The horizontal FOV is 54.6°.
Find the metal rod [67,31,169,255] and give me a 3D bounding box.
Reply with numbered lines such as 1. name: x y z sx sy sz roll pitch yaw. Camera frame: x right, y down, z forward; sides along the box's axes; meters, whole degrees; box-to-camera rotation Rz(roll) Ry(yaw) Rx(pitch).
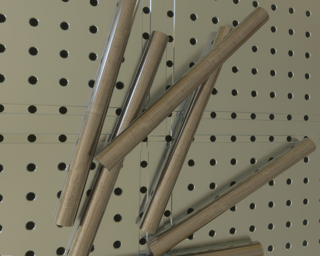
1. metal rod: -0.050 0.017 0.393 0.025 0.025 0.299 22 83 -19

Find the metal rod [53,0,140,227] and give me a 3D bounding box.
1. metal rod: -0.076 -0.030 0.384 0.025 0.025 0.299 17 84 -19

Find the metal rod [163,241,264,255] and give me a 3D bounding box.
1. metal rod: 0.006 0.185 0.414 0.302 0.025 0.025 -1 90 -20

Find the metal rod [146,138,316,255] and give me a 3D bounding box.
1. metal rod: 0.114 0.094 0.454 0.302 0.025 0.025 -28 99 -18

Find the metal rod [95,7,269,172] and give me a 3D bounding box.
1. metal rod: 0.038 -0.059 0.398 0.301 0.025 0.025 -44 104 -15

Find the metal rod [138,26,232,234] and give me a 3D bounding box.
1. metal rod: 0.040 -0.003 0.426 0.025 0.025 0.299 25 82 -18
